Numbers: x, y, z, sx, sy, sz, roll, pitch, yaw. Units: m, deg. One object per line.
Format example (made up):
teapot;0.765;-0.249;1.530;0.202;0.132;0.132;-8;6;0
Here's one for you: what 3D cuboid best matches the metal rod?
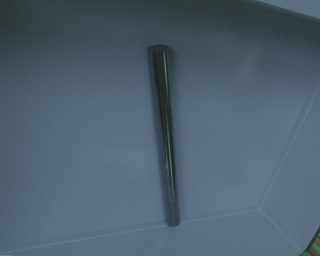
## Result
metal rod;0.010;0.032;0.435;0.025;0.025;0.298;-19;126;-18
